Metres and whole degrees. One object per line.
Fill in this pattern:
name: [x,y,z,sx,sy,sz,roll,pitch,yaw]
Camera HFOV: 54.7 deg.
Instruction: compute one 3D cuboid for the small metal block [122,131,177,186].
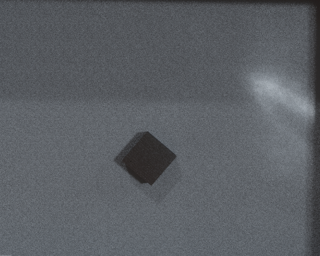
small metal block: [-0.014,0.039,0.411,0.050,0.025,0.050,41,90,-1]
